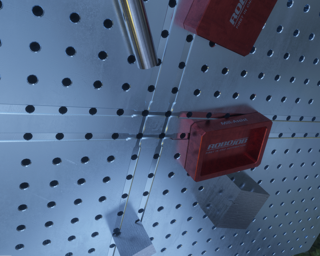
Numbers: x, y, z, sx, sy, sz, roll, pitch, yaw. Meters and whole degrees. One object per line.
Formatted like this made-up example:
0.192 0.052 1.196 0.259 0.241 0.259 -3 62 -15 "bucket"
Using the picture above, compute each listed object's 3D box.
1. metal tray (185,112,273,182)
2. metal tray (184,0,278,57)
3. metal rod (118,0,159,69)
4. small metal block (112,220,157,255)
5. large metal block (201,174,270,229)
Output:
0.108 0.029 0.486 0.131 0.030 0.089 -9 123 -24 "metal tray"
0.095 -0.160 0.363 0.091 0.030 0.129 12 112 -34 "metal tray"
-0.047 -0.189 0.269 0.025 0.025 0.298 -26 128 -13 "metal rod"
-0.041 0.183 0.488 0.050 0.050 0.025 -26 128 -12 "small metal block"
0.134 0.131 0.552 0.081 0.050 0.080 16 110 -35 "large metal block"
